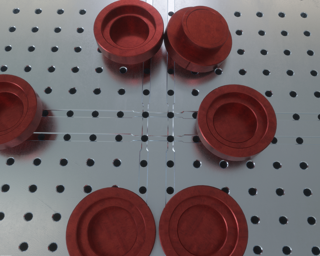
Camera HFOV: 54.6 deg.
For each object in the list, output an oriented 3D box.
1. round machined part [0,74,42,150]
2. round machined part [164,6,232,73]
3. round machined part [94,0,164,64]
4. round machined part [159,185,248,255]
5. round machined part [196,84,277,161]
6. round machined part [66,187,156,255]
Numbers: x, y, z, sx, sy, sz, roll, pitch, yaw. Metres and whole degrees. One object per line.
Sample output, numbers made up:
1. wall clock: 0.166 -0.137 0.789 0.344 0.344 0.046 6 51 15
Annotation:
1. round machined part: -0.204 -0.018 0.408 0.099 0.042 0.098 0 70 0
2. round machined part: 0.058 -0.132 0.440 0.099 0.042 0.098 5 71 -13
3. round machined part: -0.043 -0.135 0.452 0.099 0.042 0.098 0 70 0
4. round machined part: 0.048 0.119 0.360 0.099 0.042 0.098 0 70 0
5. round machined part: 0.096 -0.004 0.405 0.099 0.042 0.098 0 70 0
6. round machined part: -0.054 0.120 0.359 0.099 0.042 0.098 0 70 0
